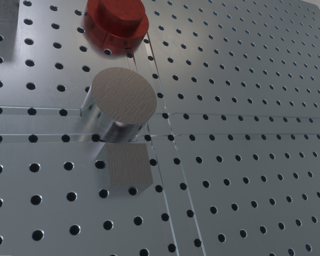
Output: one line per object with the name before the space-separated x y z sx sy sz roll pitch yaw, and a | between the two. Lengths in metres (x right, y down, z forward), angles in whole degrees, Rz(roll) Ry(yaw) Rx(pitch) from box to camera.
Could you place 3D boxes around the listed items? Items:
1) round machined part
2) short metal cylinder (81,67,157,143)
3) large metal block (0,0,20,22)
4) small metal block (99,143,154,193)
round machined part | -0.061 -0.173 0.470 0.099 0.042 0.098 14 56 -21
short metal cylinder | -0.051 -0.028 0.381 0.081 0.050 0.080 14 56 -21
large metal block | -0.206 -0.190 0.378 0.050 0.080 0.080 -8 66 -32
small metal block | -0.040 0.045 0.359 0.050 0.025 0.050 2 61 -27
